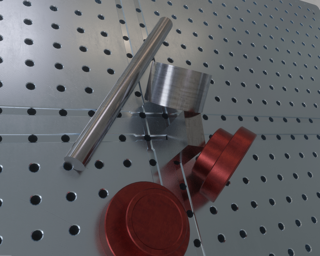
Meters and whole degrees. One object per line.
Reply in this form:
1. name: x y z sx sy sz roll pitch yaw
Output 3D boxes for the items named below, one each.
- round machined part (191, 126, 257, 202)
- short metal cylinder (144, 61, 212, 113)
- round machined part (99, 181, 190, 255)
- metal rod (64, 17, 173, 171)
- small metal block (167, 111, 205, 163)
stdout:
1. round machined part: 0.074 0.039 0.382 0.042 0.097 0.099 33 49 16
2. short metal cylinder: 0.024 -0.055 0.411 0.081 0.080 0.050 9 101 -24
3. round machined part: -0.011 0.103 0.329 0.099 0.042 0.098 14 56 -21
4. metal rod: -0.041 -0.068 0.427 0.025 0.025 0.301 32 52 -8
5. small metal block: 0.033 0.012 0.403 0.025 0.050 0.050 10 58 -23
